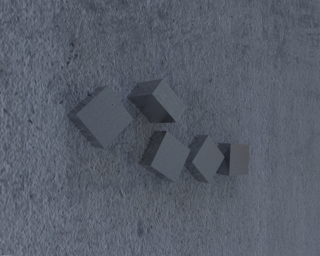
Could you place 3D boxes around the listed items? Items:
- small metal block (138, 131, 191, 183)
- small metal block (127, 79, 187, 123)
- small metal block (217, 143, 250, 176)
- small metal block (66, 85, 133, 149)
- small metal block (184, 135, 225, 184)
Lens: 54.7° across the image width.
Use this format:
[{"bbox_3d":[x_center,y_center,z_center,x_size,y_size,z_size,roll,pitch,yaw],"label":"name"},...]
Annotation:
[{"bbox_3d":[0.007,0.038,0.410,0.050,0.025,0.050,39,66,-33],"label":"small metal block"},{"bbox_3d":[-0.004,-0.032,0.385,0.050,0.050,0.025,48,62,-30],"label":"small metal block"},{"bbox_3d":[0.119,0.050,0.504,0.050,0.025,0.050,5,87,-40],"label":"small metal block"},{"bbox_3d":[-0.066,-0.012,0.349,0.050,0.025,0.050,-49,119,-28],"label":"small metal block"},{"bbox_3d":[0.063,0.045,0.457,0.050,0.025,0.050,51,60,-28],"label":"small metal block"}]
